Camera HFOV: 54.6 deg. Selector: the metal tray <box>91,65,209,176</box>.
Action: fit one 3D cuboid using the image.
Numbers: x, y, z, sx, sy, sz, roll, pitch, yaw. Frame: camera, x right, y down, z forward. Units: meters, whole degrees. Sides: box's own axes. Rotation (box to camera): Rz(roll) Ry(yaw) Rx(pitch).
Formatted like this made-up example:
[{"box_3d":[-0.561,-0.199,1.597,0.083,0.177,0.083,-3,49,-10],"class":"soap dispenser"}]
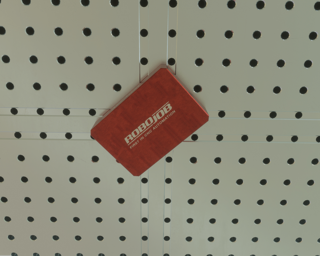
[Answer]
[{"box_3d":[-0.014,-0.008,0.408,0.130,0.030,0.090,-40,106,13],"class":"metal tray"}]
